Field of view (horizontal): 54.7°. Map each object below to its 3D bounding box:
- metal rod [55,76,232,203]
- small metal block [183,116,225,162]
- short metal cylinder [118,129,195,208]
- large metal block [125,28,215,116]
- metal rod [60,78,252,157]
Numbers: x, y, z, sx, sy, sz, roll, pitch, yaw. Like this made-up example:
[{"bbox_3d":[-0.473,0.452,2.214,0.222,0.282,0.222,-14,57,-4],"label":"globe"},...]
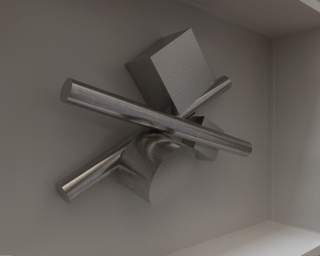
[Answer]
[{"bbox_3d":[0.001,-0.002,0.407,0.302,0.025,0.025,-34,112,-35],"label":"metal rod"},{"bbox_3d":[0.064,0.016,0.459,0.050,0.025,0.050,33,69,-35],"label":"small metal block"},{"bbox_3d":[-0.003,0.048,0.370,0.081,0.050,0.079,-31,134,-38],"label":"short metal cylinder"},{"bbox_3d":[0.016,-0.071,0.403,0.080,0.050,0.080,-43,117,-31],"label":"large metal block"},{"bbox_3d":[0.022,-0.002,0.392,0.302,0.025,0.025,17,79,-39],"label":"metal rod"}]
